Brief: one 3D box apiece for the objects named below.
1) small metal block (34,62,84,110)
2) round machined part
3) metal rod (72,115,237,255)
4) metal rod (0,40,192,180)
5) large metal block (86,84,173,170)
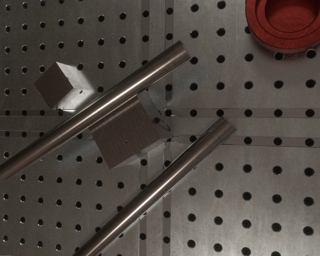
[{"bbox_3d":[-0.152,-0.062,0.465,0.050,0.025,0.050,-39,78,15],"label":"small metal block"},{"bbox_3d":[0.149,-0.133,0.351,0.098,0.042,0.097,0,90,19],"label":"round machined part"},{"bbox_3d":[-0.018,0.095,0.417,0.299,0.025,0.025,-45,77,14],"label":"metal rod"},{"bbox_3d":[-0.093,-0.013,0.391,0.300,0.025,0.025,-32,80,17],"label":"metal rod"},{"bbox_3d":[-0.042,-0.002,0.413,0.080,0.050,0.080,-32,80,17],"label":"large metal block"}]
